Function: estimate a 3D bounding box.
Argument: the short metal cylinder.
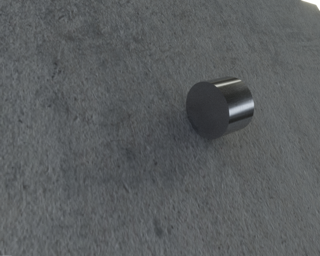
[{"bbox_3d":[0.082,-0.029,0.433,0.050,0.080,0.080,-17,71,-35],"label":"short metal cylinder"}]
